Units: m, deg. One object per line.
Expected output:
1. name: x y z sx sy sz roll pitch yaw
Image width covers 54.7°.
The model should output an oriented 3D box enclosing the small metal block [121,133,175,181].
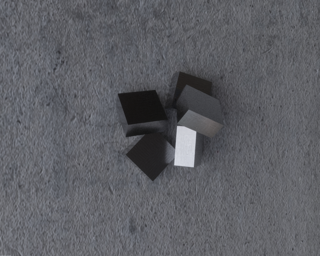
1. small metal block: -0.013 0.033 0.407 0.050 0.025 0.050 -47 105 -14

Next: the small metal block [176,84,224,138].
1. small metal block: 0.049 -0.021 0.389 0.050 0.025 0.050 23 39 -19

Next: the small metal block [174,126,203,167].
1. small metal block: 0.039 0.024 0.410 0.025 0.050 0.050 4 88 18

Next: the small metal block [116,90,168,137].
1. small metal block: -0.024 -0.019 0.389 0.050 0.025 0.050 -8 55 -21

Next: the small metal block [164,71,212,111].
1. small metal block: 0.039 -0.045 0.426 0.050 0.025 0.050 15 85 -20

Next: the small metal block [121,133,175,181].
1. small metal block: -0.013 0.033 0.407 0.050 0.025 0.050 -47 105 -14
